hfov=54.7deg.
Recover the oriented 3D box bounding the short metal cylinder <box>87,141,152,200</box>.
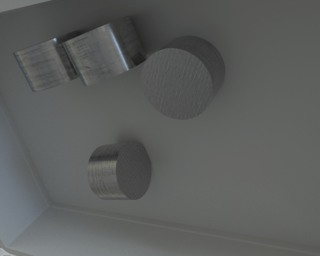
[{"bbox_3d":[-0.055,0.061,0.438,0.050,0.080,0.080,-8,114,31],"label":"short metal cylinder"}]

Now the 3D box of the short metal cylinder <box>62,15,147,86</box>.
[{"bbox_3d":[-0.061,-0.088,0.350,0.080,0.080,0.050,-10,113,32],"label":"short metal cylinder"}]

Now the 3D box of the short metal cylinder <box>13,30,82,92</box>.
[{"bbox_3d":[-0.133,-0.085,0.389,0.080,0.080,0.050,-6,116,30],"label":"short metal cylinder"}]

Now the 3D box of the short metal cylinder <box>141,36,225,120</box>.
[{"bbox_3d":[0.026,-0.056,0.343,0.080,0.050,0.079,13,124,20],"label":"short metal cylinder"}]
